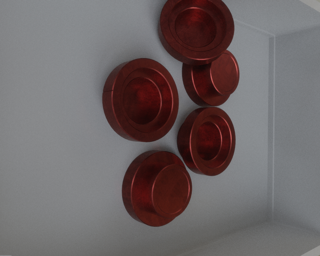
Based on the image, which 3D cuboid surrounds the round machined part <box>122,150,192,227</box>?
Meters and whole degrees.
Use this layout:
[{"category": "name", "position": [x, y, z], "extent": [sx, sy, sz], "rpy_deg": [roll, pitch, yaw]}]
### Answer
[{"category": "round machined part", "position": [0.004, 0.079, 0.401], "extent": [0.099, 0.042, 0.097], "rpy_deg": [0, 90, -40]}]

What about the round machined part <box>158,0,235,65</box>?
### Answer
[{"category": "round machined part", "position": [0.046, -0.130, 0.417], "extent": [0.099, 0.042, 0.097], "rpy_deg": [1, 80, -9]}]

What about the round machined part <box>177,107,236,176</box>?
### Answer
[{"category": "round machined part", "position": [0.063, 0.019, 0.451], "extent": [0.099, 0.042, 0.097], "rpy_deg": [0, 90, -40]}]

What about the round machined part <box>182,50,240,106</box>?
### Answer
[{"category": "round machined part", "position": [0.083, -0.081, 0.468], "extent": [0.099, 0.042, 0.097], "rpy_deg": [0, 90, -40]}]

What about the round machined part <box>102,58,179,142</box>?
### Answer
[{"category": "round machined part", "position": [-0.027, -0.032, 0.375], "extent": [0.099, 0.042, 0.097], "rpy_deg": [0, 90, -40]}]
